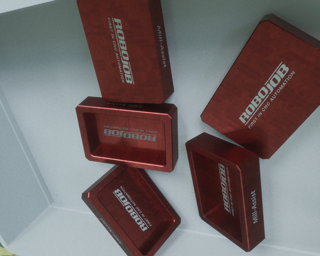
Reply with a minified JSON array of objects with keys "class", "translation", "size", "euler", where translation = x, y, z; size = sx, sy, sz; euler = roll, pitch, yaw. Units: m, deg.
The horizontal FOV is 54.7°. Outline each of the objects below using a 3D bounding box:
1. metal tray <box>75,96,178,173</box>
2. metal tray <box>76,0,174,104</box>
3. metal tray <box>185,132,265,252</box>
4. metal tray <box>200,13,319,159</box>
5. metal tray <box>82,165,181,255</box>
[{"class":"metal tray","translation":[-0.043,0.008,0.420],"size":[0.130,0.030,0.089],"euler":[6,122,15]},{"class":"metal tray","translation":[-0.038,-0.094,0.367],"size":[0.090,0.030,0.129],"euler":[4,120,26]},{"class":"metal tray","translation":[0.081,0.078,0.384],"size":[0.090,0.030,0.129],"euler":[25,135,51]},{"class":"metal tray","translation":[0.112,-0.038,0.323],"size":[0.090,0.030,0.129],"euler":[33,129,6]},{"class":"metal tray","translation":[-0.039,0.118,0.454],"size":[0.130,0.090,0.030],"euler":[54,146,-8]}]
